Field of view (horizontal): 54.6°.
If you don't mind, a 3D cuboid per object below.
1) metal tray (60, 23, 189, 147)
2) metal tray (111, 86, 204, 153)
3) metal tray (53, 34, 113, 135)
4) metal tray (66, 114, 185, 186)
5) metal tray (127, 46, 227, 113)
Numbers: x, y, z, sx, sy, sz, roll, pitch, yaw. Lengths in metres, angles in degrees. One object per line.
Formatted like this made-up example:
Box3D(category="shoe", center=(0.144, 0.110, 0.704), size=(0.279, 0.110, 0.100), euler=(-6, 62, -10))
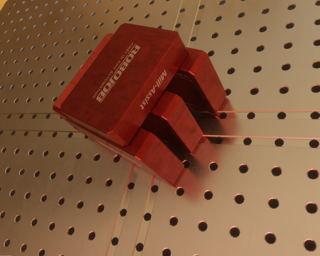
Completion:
Box3D(category="metal tray", center=(-0.040, -0.053, 0.343), size=(0.090, 0.030, 0.130), euler=(23, 74, 36))
Box3D(category="metal tray", center=(-0.018, -0.021, 0.389), size=(0.130, 0.090, 0.030), euler=(22, 73, 35))
Box3D(category="metal tray", center=(-0.087, -0.057, 0.445), size=(0.030, 0.090, 0.130), euler=(29, 76, 15))
Box3D(category="metal tray", center=(-0.043, 0.017, 0.379), size=(0.130, 0.090, 0.030), euler=(23, 75, 36))
Box3D(category="metal tray", center=(0.013, -0.070, 0.402), size=(0.130, 0.090, 0.030), euler=(23, 75, 36))
